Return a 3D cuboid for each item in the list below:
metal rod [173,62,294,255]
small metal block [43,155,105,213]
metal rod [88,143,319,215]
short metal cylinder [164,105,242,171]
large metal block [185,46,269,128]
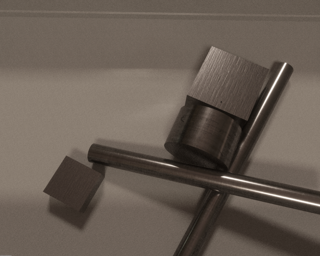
[{"bbox_3d":[0.101,0.035,0.398,0.025,0.025,0.300,30,72,10],"label":"metal rod"},{"bbox_3d":[-0.105,0.070,0.383,0.050,0.025,0.050,26,72,8],"label":"small metal block"},{"bbox_3d":[0.057,0.059,0.364,0.301,0.025,0.025,11,70,13],"label":"metal rod"},{"bbox_3d":[0.052,0.014,0.376,0.080,0.080,0.050,22,72,7],"label":"short metal cylinder"},{"bbox_3d":[0.087,-0.050,0.416,0.080,0.050,0.080,25,72,8],"label":"large metal block"}]
